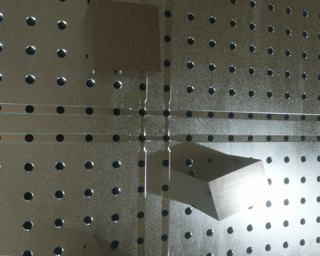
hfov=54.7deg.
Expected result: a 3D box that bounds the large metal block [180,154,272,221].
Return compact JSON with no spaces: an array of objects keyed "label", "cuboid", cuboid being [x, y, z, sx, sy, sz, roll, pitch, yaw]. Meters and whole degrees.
[{"label":"large metal block","cuboid":[0.086,0.075,0.417,0.081,0.080,0.050,-18,97,-19]}]

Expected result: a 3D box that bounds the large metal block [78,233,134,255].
[{"label":"large metal block","cuboid":[-0.054,0.178,0.365,0.080,0.080,0.050,36,78,-17]}]

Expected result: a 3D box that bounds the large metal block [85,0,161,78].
[{"label":"large metal block","cuboid":[-0.047,-0.106,0.383,0.081,0.050,0.079,-2,91,-20]}]
